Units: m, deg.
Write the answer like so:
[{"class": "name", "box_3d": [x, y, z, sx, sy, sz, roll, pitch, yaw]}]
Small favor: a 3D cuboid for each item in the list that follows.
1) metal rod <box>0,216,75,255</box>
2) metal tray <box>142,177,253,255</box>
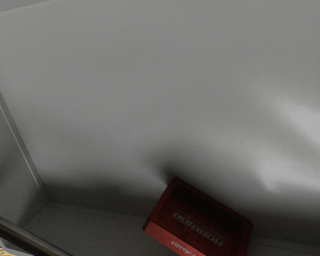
[{"class": "metal rod", "box_3d": [-0.183, 0.174, 0.458, 0.301, 0.025, 0.025, 21, 126, 15]}, {"class": "metal tray", "box_3d": [0.054, 0.133, 0.419, 0.130, 0.090, 0.030, 30, 128, 8]}]
